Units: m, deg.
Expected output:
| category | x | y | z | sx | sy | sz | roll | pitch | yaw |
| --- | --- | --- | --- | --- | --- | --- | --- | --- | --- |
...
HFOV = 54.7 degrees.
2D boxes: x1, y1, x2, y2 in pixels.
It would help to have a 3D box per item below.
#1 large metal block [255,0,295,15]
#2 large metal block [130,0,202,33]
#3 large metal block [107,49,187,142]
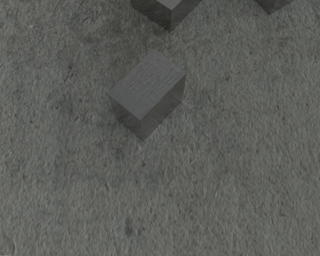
| category | x | y | z | sx | sy | sz | roll | pitch | yaw |
| --- | --- | --- | --- | --- | --- | --- | --- | --- | --- |
| large metal block | 0.184 | -0.238 | 0.484 | 0.080 | 0.050 | 0.080 | -32 | 74 | -11 |
| large metal block | 0.010 | -0.207 | 0.471 | 0.080 | 0.050 | 0.080 | 38 | 74 | 12 |
| large metal block | -0.014 | -0.038 | 0.393 | 0.050 | 0.080 | 0.080 | 40 | 75 | 13 |
